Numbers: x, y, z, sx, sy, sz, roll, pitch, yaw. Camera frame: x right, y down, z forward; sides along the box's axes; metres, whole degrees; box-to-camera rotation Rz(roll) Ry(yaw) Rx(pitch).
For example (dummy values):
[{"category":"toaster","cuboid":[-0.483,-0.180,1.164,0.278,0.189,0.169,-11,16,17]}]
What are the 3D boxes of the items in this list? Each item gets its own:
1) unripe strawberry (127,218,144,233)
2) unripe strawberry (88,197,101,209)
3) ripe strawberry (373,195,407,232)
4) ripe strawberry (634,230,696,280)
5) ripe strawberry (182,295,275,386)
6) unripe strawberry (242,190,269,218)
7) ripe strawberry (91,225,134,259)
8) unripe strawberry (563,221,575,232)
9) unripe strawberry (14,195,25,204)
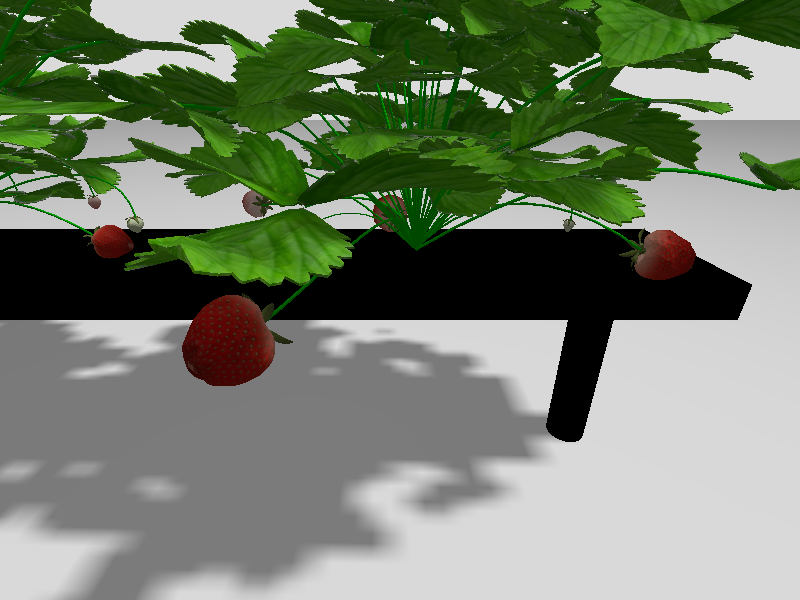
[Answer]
[{"category":"unripe strawberry","cuboid":[-0.276,-0.078,0.418,0.015,0.015,0.014,-9,28,-18]},{"category":"unripe strawberry","cuboid":[-0.389,-0.124,0.511,0.014,0.015,0.015,7,27,14]},{"category":"ripe strawberry","cuboid":[-0.012,-0.092,0.421,0.037,0.039,0.040,-10,27,-19]},{"category":"ripe strawberry","cuboid":[0.194,-0.031,0.293,0.037,0.038,0.034,20,31,15]},{"category":"ripe strawberry","cuboid":[-0.079,0.020,0.183,0.036,0.041,0.040,12,29,23]},{"category":"unripe strawberry","cuboid":[-0.169,-0.114,0.468,0.031,0.032,0.029,15,30,30]},{"category":"ripe strawberry","cuboid":[-0.245,-0.049,0.343,0.030,0.029,0.027,11,27,1]},{"category":"unripe strawberry","cuboid":[0.175,-0.077,0.416,0.011,0.012,0.011,-9,27,-18]},{"category":"unripe strawberry","cuboid":[-0.489,-0.129,0.516,0.012,0.012,0.012,-8,27,-16]}]
